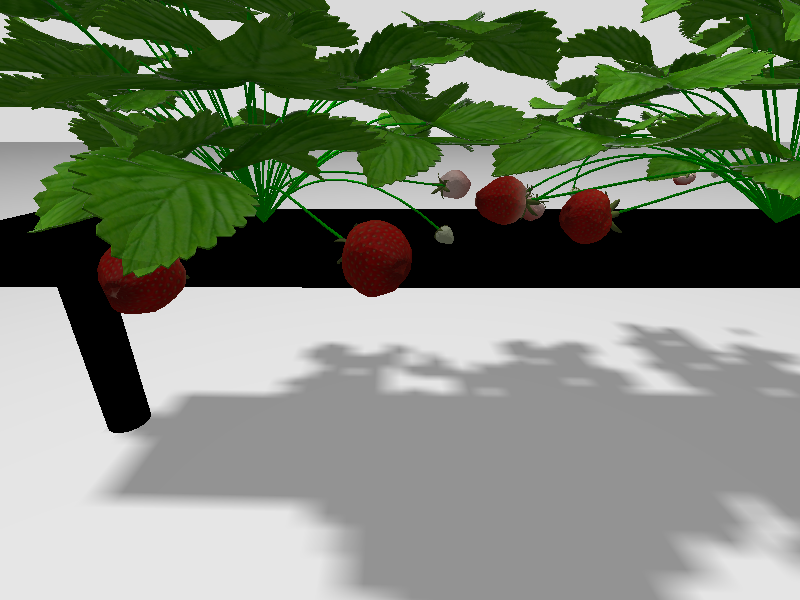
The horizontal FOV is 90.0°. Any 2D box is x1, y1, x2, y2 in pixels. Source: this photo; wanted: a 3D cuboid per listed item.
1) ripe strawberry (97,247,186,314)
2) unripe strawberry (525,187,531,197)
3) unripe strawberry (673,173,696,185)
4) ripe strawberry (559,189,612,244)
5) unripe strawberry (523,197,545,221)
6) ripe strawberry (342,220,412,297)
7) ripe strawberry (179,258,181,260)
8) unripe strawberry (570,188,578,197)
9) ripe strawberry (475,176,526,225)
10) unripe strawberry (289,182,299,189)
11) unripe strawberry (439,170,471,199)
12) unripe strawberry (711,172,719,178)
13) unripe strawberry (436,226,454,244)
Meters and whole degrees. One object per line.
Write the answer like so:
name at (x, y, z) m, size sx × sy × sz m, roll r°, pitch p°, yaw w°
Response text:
ripe strawberry at (-0.113, -0.009, 0.174) m, size 0.032 × 0.034 × 0.035 m, roll -1°, pitch 24°, yaw -2°
unripe strawberry at (0.132, -0.114, 0.437) m, size 0.019 × 0.019 × 0.018 m, roll -28°, pitch 6°, yaw 34°
unripe strawberry at (0.401, -0.172, 0.565) m, size 0.027 × 0.024 × 0.024 m, roll 7°, pitch -23°, yaw 15°
ripe strawberry at (0.128, -0.058, 0.280) m, size 0.035 × 0.037 × 0.033 m, roll -8°, pitch 25°, yaw -17°
unripe strawberry at (0.116, -0.079, 0.353) m, size 0.020 × 0.019 × 0.018 m, roll 29°, pitch 21°, yaw -10°
ripe strawberry at (-0.009, -0.019, 0.194) m, size 0.035 × 0.037 × 0.038 m, roll -15°, pitch 28°, yaw -31°
ripe strawberry at (-0.137, -0.025, 0.216) m, size 0.029 × 0.031 × 0.031 m, roll 3°, pitch 24°, yaw 6°
unripe strawberry at (0.203, -0.125, 0.467) m, size 0.011 × 0.011 × 0.010 m, roll -21°, pitch 31°, yaw -40°
ripe strawberry at (0.085, -0.085, 0.343) m, size 0.042 × 0.041 × 0.039 m, roll -1°, pitch 23°, yaw 0°
unripe strawberry at (-0.139, -0.150, 0.527) m, size 0.013 × 0.014 × 0.014 m, roll -2°, pitch 11°, yaw -5°
unripe strawberry at (0.064, -0.133, 0.459) m, size 0.037 × 0.032 × 0.037 m, roll -14°, pitch 27°, yaw -31°
unripe strawberry at (0.420, -0.168, 0.533) m, size 0.011 × 0.010 × 0.010 m, roll 10°, pitch 25°, yaw 22°
unripe strawberry at (0.032, -0.045, 0.283) m, size 0.013 × 0.013 × 0.012 m, roll 40°, pitch 33°, yaw 7°
